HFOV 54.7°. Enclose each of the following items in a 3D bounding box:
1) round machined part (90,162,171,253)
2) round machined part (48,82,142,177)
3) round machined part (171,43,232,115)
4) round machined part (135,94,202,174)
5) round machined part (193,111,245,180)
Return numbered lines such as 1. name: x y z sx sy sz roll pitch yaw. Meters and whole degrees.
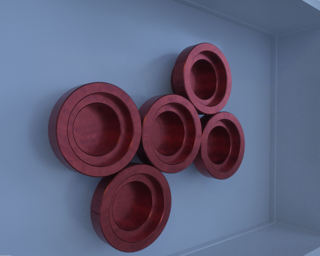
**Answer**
1. round machined part: -0.037 0.089 0.361 0.099 0.042 0.097 0 90 -40
2. round machined part: -0.072 0.001 0.332 0.099 0.042 0.097 0 90 -40
3. round machined part: 0.054 -0.067 0.437 0.099 0.042 0.097 0 90 -40
4. round machined part: 0.005 0.007 0.395 0.099 0.042 0.097 0 90 -40
5. round machined part: 0.079 0.025 0.458 0.099 0.042 0.097 0 90 -40
